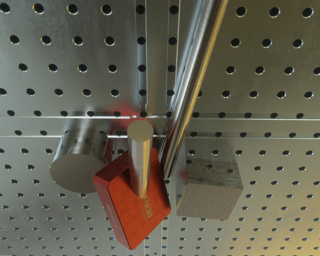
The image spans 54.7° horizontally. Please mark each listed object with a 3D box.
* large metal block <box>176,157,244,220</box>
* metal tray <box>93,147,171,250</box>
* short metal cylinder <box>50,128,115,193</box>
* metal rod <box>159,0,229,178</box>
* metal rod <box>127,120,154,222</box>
[{"bbox_3d":[0.072,0.095,0.477,0.081,0.050,0.079,7,130,-6],"label":"large metal block"},{"bbox_3d":[-0.034,0.096,0.438,0.030,0.091,0.129,17,132,40],"label":"metal tray"},{"bbox_3d":[-0.106,0.047,0.434,0.081,0.050,0.079,0,130,0],"label":"short metal cylinder"},{"bbox_3d":[0.035,-0.045,0.373,0.025,0.025,0.298,8,130,-7],"label":"metal rod"},{"bbox_3d":[-0.028,0.081,0.423,0.025,0.025,0.299,3,148,-3],"label":"metal rod"}]
